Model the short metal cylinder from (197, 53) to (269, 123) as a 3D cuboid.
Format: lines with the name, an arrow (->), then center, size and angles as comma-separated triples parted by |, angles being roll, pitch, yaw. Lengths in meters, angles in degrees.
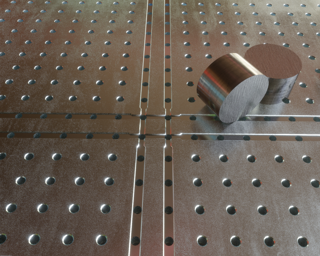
short metal cylinder -> 0.097, -0.053, 0.418 | 0.081, 0.080, 0.050 | -24, 54, -19

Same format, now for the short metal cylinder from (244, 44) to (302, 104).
short metal cylinder -> 0.162, -0.081, 0.462 | 0.081, 0.050, 0.080 | 0, 50, 0
